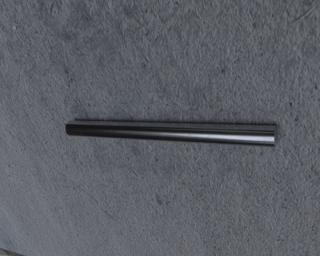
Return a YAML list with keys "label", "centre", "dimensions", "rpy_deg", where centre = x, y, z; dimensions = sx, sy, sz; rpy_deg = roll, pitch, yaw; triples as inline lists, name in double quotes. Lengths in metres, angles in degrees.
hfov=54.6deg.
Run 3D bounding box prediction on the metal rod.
- label: "metal rod"
  centre: [-0.004, 0.005, 0.414]
  dimensions: [0.300, 0.025, 0.025]
  rpy_deg: [2, 119, 27]
